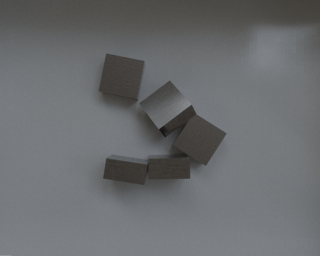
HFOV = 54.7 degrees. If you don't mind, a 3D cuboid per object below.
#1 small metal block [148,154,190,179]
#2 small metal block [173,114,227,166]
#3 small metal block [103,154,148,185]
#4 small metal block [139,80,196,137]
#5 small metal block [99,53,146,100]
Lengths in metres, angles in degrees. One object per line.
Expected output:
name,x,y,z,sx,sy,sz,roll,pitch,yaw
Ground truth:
small metal block,0.011,0.049,0.399,0.050,0.050,0.025,-1,90,0
small metal block,0.052,0.014,0.412,0.050,0.025,0.050,33,90,0
small metal block,-0.042,0.053,0.398,0.050,0.050,0.025,9,90,0
small metal block,0.010,-0.025,0.400,0.050,0.025,0.050,-37,58,0
small metal block,-0.049,-0.067,0.411,0.050,0.025,0.050,11,90,0
